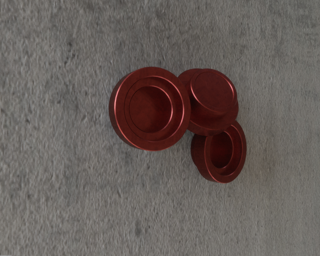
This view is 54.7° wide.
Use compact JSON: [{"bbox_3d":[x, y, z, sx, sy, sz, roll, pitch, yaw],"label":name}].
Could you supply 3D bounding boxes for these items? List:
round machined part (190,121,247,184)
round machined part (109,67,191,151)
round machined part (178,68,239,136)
[{"bbox_3d":[0.084,0.032,0.467,0.099,0.042,0.097,0,90,-40],"label":"round machined part"},{"bbox_3d":[-0.015,-0.022,0.374,0.099,0.042,0.097,0,90,-28],"label":"round machined part"},{"bbox_3d":[0.065,-0.042,0.422,0.099,0.042,0.098,9,61,-17],"label":"round machined part"}]
